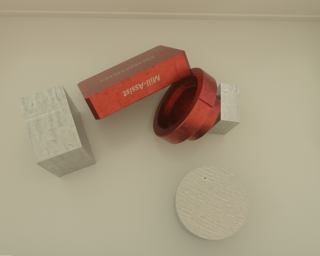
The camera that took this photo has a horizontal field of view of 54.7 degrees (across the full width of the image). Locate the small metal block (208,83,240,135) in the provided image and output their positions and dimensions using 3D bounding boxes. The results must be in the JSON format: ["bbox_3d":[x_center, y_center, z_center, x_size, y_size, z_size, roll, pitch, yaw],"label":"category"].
[{"bbox_3d":[0.082,-0.024,0.404,0.025,0.050,0.050,7,70,-9],"label":"small metal block"}]

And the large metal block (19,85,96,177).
[{"bbox_3d":[-0.121,0.007,0.376,0.050,0.080,0.080,-20,72,-7],"label":"large metal block"}]

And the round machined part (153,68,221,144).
[{"bbox_3d":[0.037,-0.023,0.388,0.042,0.098,0.098,30,69,-24],"label":"round machined part"}]

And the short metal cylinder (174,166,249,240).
[{"bbox_3d":[0.057,0.089,0.365,0.081,0.050,0.080,0,70,0],"label":"short metal cylinder"}]

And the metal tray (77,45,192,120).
[{"bbox_3d":[-0.036,-0.064,0.400,0.131,0.090,0.030,-28,116,-10],"label":"metal tray"}]
